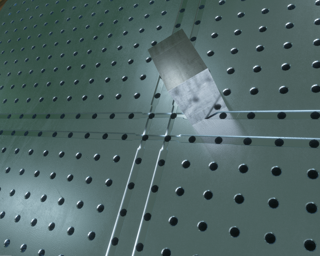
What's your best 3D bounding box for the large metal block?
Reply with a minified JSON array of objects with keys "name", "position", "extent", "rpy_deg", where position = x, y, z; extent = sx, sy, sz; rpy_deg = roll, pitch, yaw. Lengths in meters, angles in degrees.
[{"name":"large metal block","position":[0.035,-0.063,0.394],"extent":[0.050,0.080,0.080],"rpy_deg":[-30,52,9]}]
